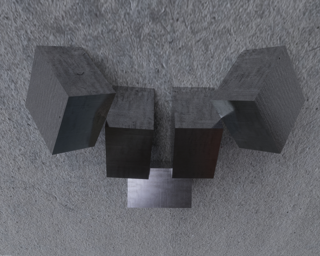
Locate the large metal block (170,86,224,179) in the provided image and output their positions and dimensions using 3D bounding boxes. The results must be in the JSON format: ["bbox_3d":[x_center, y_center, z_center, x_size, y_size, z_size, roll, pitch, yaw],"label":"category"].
[{"bbox_3d":[0.040,0.005,0.378,0.050,0.080,0.079,1,130,-1],"label":"large metal block"}]

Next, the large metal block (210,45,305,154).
[{"bbox_3d":[0.111,-0.031,0.340,0.050,0.080,0.080,6,143,46],"label":"large metal block"}]

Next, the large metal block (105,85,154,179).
[{"bbox_3d":[-0.035,0.005,0.376,0.050,0.080,0.079,4,130,-4],"label":"large metal block"}]

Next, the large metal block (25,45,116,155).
[{"bbox_3d":[-0.100,-0.031,0.333,0.050,0.080,0.079,-11,142,-41],"label":"large metal block"}]

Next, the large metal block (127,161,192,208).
[{"bbox_3d":[-0.001,0.075,0.428,0.081,0.080,0.050,1,91,-1],"label":"large metal block"}]
